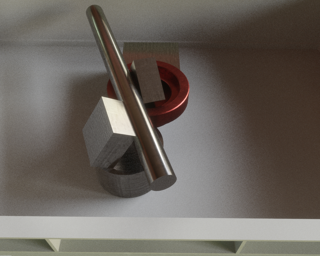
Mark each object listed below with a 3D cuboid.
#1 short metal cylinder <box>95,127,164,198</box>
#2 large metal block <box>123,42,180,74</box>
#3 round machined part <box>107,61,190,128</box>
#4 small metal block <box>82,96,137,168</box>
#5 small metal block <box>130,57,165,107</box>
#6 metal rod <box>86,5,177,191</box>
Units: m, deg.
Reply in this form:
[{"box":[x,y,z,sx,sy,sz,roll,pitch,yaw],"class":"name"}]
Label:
[{"box":[-0.036,0.033,0.359,0.081,0.050,0.080,0,50,0],"class":"short metal cylinder"},{"box":[-0.013,-0.081,0.453,0.081,0.050,0.080,0,50,-1],"class":"large metal block"},{"box":[-0.014,-0.038,0.386,0.099,0.042,0.098,0,50,0],"class":"round machined part"},{"box":[-0.053,0.005,0.314,0.025,0.050,0.050,11,40,-37],"class":"small metal block"},{"box":[-0.017,-0.050,0.367,0.025,0.050,0.050,-12,86,-15],"class":"small metal block"},{"box":[-0.046,-0.060,0.363,0.025,0.025,0.299,-15,52,-12],"class":"metal rod"}]
